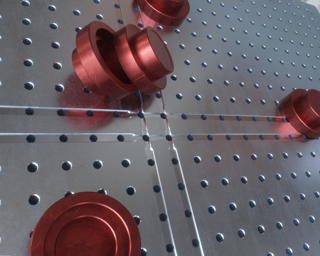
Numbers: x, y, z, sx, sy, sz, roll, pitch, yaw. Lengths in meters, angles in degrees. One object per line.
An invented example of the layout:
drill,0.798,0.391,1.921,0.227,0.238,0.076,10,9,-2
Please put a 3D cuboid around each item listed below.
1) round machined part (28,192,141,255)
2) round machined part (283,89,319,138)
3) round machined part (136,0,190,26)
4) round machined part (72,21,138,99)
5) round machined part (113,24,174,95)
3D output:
round machined part,-0.071,0.113,0.291,0.099,0.042,0.098,14,56,-21
round machined part,0.281,-0.033,0.573,0.099,0.042,0.098,14,56,-21
round machined part,0.011,-0.231,0.546,0.099,0.042,0.098,14,56,-21
round machined part,-0.071,-0.080,0.390,0.098,0.042,0.098,48,28,-36
round machined part,-0.016,-0.097,0.419,0.098,0.042,0.098,49,27,-36
